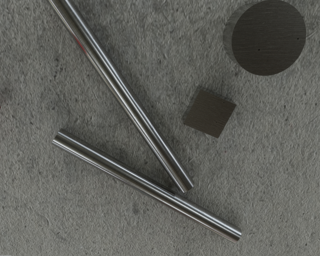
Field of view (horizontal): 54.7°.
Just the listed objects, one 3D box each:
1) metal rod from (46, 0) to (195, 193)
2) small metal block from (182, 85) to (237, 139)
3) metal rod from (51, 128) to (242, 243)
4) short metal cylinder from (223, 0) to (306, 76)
[{"bbox_3d":[-0.041,-0.036,0.396,0.025,0.025,0.299,-31,108,10],"label":"metal rod"},{"bbox_3d":[0.063,-0.021,0.402,0.050,0.025,0.050,22,109,-8],"label":"small metal block"},{"bbox_3d":[-0.011,0.087,0.441,0.301,0.025,0.025,31,107,-11],"label":"metal rod"},{"bbox_3d":[0.118,-0.105,0.359,0.081,0.050,0.079,0,110,0],"label":"short metal cylinder"}]
